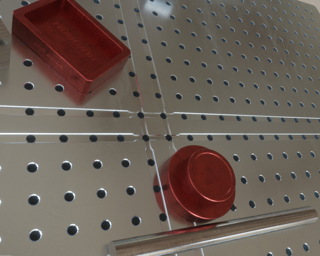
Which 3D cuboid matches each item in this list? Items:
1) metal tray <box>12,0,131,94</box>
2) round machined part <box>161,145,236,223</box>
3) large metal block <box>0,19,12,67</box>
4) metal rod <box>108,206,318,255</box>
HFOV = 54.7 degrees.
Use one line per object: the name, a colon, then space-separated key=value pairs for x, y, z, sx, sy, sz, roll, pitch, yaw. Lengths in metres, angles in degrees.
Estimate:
metal tray: x=-0.116 y=-0.116 z=0.414 sx=0.130 sy=0.030 sz=0.090 roll=42 pitch=51 yaw=0
round machined part: x=0.055 y=0.065 z=0.389 sx=0.099 sy=0.042 sz=0.098 roll=14 pitch=56 yaw=-21
large metal block: x=-0.222 y=-0.105 z=0.337 sx=0.081 sy=0.050 sz=0.080 roll=-27 pitch=77 yaw=-37
metal rod: x=0.086 y=0.126 z=0.379 sx=0.303 sy=0.025 sz=0.025 roll=0 pitch=62 yaw=-28
